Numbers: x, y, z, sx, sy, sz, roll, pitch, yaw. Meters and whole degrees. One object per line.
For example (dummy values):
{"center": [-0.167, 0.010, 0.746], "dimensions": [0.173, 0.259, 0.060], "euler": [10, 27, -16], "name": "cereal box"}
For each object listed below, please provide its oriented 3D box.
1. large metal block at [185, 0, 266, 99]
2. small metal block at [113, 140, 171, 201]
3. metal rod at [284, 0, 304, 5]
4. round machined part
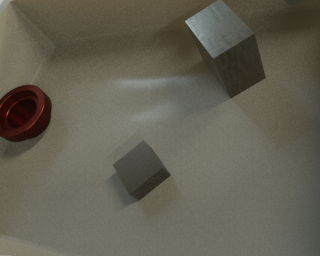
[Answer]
{"center": [0.082, -0.098, 0.386], "dimensions": [0.050, 0.080, 0.080], "euler": [-31, 52, 8], "name": "large metal block"}
{"center": [-0.023, 0.052, 0.384], "dimensions": [0.050, 0.025, 0.050], "euler": [-39, 51, 1], "name": "small metal block"}
{"center": [0.075, -0.228, 0.354], "dimensions": [0.025, 0.025, 0.299], "euler": [-29, 52, 10], "name": "metal rod"}
{"center": [-0.224, -0.020, 0.516], "dimensions": [0.098, 0.042, 0.098], "euler": [-7, 60, 14], "name": "round machined part"}
